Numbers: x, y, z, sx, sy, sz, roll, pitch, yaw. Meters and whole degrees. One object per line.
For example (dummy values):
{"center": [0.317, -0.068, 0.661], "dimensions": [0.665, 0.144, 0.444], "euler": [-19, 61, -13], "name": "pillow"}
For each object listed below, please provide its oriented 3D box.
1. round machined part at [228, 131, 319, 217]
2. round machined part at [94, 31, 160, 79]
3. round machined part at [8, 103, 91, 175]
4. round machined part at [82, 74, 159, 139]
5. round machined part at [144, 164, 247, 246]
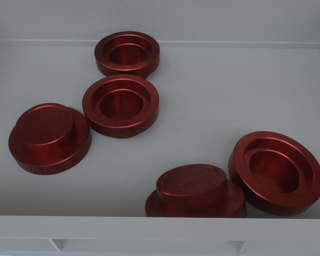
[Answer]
{"center": [0.123, 0.053, 0.344], "dimensions": [0.099, 0.042, 0.098], "euler": [6, 47, -6], "name": "round machined part"}
{"center": [-0.049, -0.105, 0.482], "dimensions": [0.099, 0.042, 0.098], "euler": [0, 50, 0], "name": "round machined part"}
{"center": [-0.139, 0.007, 0.387], "dimensions": [0.099, 0.042, 0.098], "euler": [0, 50, 0], "name": "round machined part"}
{"center": [-0.050, -0.025, 0.414], "dimensions": [0.099, 0.042, 0.098], "euler": [0, 50, 0], "name": "round machined part"}
{"center": [0.033, 0.068, 0.306], "dimensions": [0.099, 0.042, 0.098], "euler": [-9, 15, 3], "name": "round machined part"}
